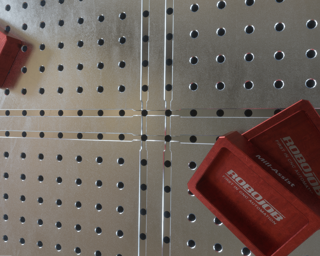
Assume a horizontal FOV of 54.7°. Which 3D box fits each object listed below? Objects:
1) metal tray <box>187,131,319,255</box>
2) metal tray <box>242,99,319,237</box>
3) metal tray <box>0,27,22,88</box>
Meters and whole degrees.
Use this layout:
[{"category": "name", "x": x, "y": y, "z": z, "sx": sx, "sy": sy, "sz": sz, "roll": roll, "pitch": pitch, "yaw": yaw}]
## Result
[{"category": "metal tray", "x": 0.102, "y": 0.077, "z": 0.347, "sx": 0.130, "sy": 0.030, "sz": 0.089, "roll": 43, "pitch": 125, "yaw": 22}, {"category": "metal tray", "x": 0.161, "y": 0.044, "z": 0.353, "sx": 0.090, "sy": 0.030, "sz": 0.130, "roll": -33, "pitch": 80, "yaw": 16}, {"category": "metal tray", "x": -0.301, "y": -0.136, "z": 0.513, "sx": 0.130, "sy": 0.030, "sz": 0.090, "roll": 33, "pitch": 100, "yaw": 16}]
